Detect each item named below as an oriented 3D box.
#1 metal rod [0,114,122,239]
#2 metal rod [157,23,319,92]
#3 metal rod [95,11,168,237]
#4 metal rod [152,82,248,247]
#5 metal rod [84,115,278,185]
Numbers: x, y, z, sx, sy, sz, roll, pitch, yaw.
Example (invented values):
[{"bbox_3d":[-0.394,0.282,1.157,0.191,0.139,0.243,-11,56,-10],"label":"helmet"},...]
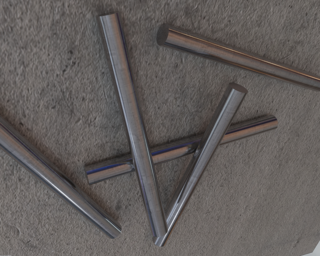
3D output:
[{"bbox_3d":[-0.131,0.056,0.369,0.025,0.025,0.299,-36,129,-4],"label":"metal rod"},{"bbox_3d":[0.130,-0.088,0.423,0.302,0.025,0.025,7,115,-32],"label":"metal rod"},{"bbox_3d":[-0.026,0.017,0.376,0.025,0.025,0.298,-20,118,-17],"label":"metal rod"},{"bbox_3d":[0.047,0.071,0.449,0.025,0.025,0.298,2,126,-30],"label":"metal rod"},{"bbox_3d":[0.044,0.026,0.446,0.302,0.025,0.025,-14,125,-21],"label":"metal rod"}]
